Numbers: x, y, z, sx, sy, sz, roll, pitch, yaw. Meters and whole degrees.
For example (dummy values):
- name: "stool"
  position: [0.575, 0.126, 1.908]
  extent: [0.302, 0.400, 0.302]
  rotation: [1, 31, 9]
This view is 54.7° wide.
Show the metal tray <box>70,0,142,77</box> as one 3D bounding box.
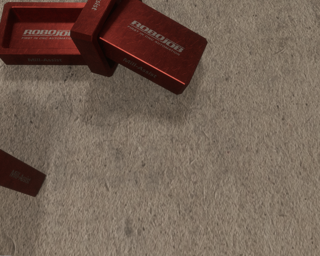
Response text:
- name: "metal tray"
  position: [-0.066, -0.147, 0.425]
  extent: [0.030, 0.090, 0.130]
  rotation: [17, 71, 14]

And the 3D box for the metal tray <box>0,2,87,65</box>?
- name: "metal tray"
  position: [-0.163, -0.138, 0.453]
  extent: [0.131, 0.030, 0.090]
  rotation: [0, 70, -1]

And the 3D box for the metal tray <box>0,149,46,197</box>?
- name: "metal tray"
  position: [-0.192, 0.039, 0.336]
  extent: [0.090, 0.130, 0.030]
  rotation: [18, 71, 6]

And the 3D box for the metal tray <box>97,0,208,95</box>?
- name: "metal tray"
  position: [-0.009, -0.114, 0.422]
  extent: [0.131, 0.030, 0.090]
  rotation: [28, 61, -6]
